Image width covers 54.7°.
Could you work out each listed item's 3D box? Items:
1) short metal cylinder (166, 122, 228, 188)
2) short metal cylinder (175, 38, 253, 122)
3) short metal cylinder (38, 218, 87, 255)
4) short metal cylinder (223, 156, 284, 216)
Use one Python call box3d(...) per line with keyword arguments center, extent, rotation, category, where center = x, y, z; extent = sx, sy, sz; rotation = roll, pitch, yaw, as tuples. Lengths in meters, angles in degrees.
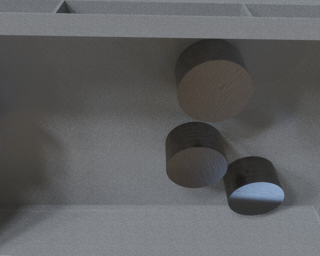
box3d(center=(0.048, 0.038, 0.426), extent=(0.081, 0.050, 0.079), rotation=(0, 130, 0), category="short metal cylinder")
box3d(center=(0.058, -0.053, 0.349), extent=(0.081, 0.050, 0.079), rotation=(0, 130, 0), category="short metal cylinder")
box3d(center=(-0.173, 0.209, 0.551), extent=(0.081, 0.080, 0.050), rotation=(9, 130, -9), category="short metal cylinder")
box3d(center=(0.140, 0.089, 0.471), extent=(0.081, 0.050, 0.079), rotation=(0, 130, 0), category="short metal cylinder")
